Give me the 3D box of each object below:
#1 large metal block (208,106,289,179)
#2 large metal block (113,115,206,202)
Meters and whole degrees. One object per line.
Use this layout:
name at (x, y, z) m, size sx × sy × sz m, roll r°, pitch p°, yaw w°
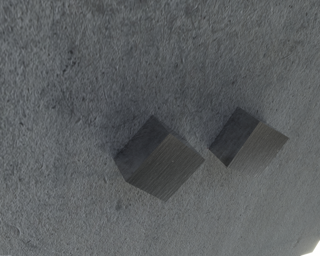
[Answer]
large metal block at (0.137, 0.024, 0.480) m, size 0.080 × 0.050 × 0.080 m, roll 22°, pitch 106°, yaw -36°
large metal block at (-0.001, 0.042, 0.416) m, size 0.080 × 0.050 × 0.080 m, roll -48°, pitch 129°, yaw 6°
